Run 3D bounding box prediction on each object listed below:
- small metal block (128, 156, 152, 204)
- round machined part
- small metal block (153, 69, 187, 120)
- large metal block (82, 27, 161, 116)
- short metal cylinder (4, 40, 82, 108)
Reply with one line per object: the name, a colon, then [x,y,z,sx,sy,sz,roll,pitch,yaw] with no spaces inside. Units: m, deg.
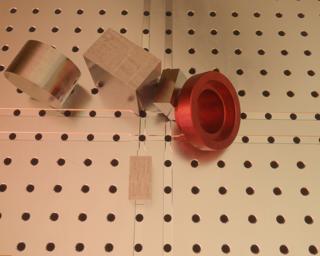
small metal block: [-0.023,0.064,0.375,0.025,0.050,0.050,0,70,0]
round machined part: [0.057,-0.020,0.393,0.099,0.042,0.097,4,84,-42]
small metal block: [0.020,-0.043,0.412,0.025,0.050,0.050,3,67,32]
large metal block: [-0.046,-0.071,0.408,0.080,0.080,0.050,35,74,11]
short metal cylinder: [-0.152,-0.069,0.406,0.080,0.080,0.050,24,72,8]
